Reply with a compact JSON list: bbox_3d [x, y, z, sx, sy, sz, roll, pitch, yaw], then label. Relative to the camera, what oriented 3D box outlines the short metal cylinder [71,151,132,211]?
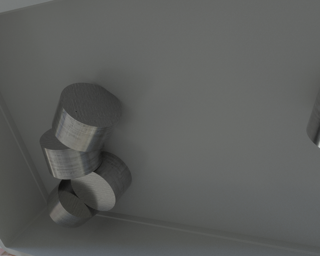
[{"bbox_3d":[-0.092,0.084,0.491,0.080,0.050,0.079,13,124,20],"label":"short metal cylinder"}]

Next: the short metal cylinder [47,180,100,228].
[{"bbox_3d":[-0.141,0.120,0.519,0.080,0.080,0.050,45,129,-3],"label":"short metal cylinder"}]

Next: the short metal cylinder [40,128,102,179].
[{"bbox_3d":[-0.130,0.031,0.459,0.080,0.080,0.050,9,122,23],"label":"short metal cylinder"}]

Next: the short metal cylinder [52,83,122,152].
[{"bbox_3d":[-0.097,-0.015,0.413,0.080,0.080,0.050,36,129,4],"label":"short metal cylinder"}]

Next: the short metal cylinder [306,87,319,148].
[{"bbox_3d":[0.179,-0.011,0.273,0.080,0.080,0.050,15,124,19],"label":"short metal cylinder"}]
